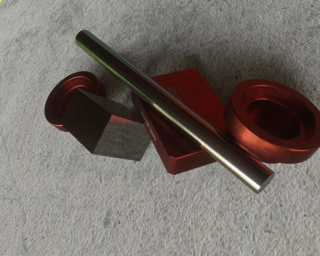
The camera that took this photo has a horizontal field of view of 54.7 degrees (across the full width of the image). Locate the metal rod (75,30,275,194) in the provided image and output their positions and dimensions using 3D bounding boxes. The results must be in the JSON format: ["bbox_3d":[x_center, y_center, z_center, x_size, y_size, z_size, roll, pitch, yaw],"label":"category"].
[{"bbox_3d":[-0.005,-0.036,0.348,0.025,0.025,0.300,-47,61,-4],"label":"metal rod"}]

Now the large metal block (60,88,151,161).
[{"bbox_3d":[-0.065,-0.003,0.395,0.080,0.080,0.050,35,101,38],"label":"large metal block"}]

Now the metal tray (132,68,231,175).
[{"bbox_3d":[0.028,-0.014,0.368,0.091,0.030,0.130,-15,50,-16],"label":"metal tray"}]

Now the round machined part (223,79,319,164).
[{"bbox_3d":[0.111,-0.003,0.316,0.099,0.042,0.098,8,46,-9],"label":"round machined part"}]

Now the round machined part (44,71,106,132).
[{"bbox_3d":[-0.125,-0.036,0.479,0.098,0.042,0.098,-13,56,20],"label":"round machined part"}]
